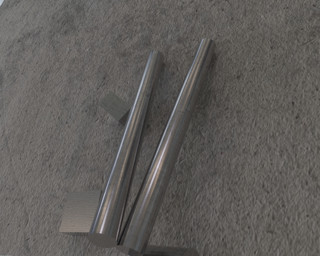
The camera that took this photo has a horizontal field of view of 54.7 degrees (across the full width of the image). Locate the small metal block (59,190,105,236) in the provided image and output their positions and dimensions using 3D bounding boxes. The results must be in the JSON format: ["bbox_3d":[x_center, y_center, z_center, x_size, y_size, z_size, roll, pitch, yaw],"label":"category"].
[{"bbox_3d":[-0.092,0.107,0.387,0.050,0.025,0.050,-8,58,24],"label":"small metal block"}]

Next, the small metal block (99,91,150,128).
[{"bbox_3d":[-0.049,-0.018,0.424,0.025,0.050,0.050,-48,51,-5],"label":"small metal block"}]

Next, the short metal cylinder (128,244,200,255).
[{"bbox_3d":[0.003,0.148,0.276,0.050,0.080,0.080,-5,59,25],"label":"short metal cylinder"}]

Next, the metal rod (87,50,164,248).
[{"bbox_3d":[-0.027,-0.007,0.366,0.025,0.025,0.300,-13,39,21],"label":"metal rod"}]

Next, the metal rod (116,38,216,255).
[{"bbox_3d":[0.021,-0.006,0.353,0.025,0.025,0.300,0,48,28],"label":"metal rod"}]
